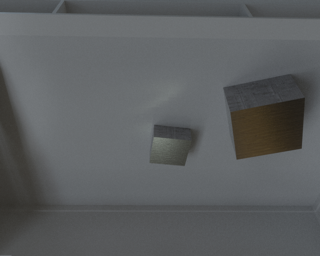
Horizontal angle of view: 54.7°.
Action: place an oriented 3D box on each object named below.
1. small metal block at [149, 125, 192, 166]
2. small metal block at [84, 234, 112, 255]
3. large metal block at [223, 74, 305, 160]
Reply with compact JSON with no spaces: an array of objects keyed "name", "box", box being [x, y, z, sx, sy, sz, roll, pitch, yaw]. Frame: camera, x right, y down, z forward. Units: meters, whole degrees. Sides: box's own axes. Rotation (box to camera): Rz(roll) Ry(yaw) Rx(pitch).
[{"name":"small metal block","box":[0.013,0.025,0.431,0.050,0.025,0.050,6,130,-6]},{"name":"small metal block","box":[-0.122,0.236,0.611,0.050,0.025,0.050,6,130,-6]},{"name":"large metal block","box":[0.127,-0.012,0.384,0.080,0.050,0.080,-11,130,9]}]
